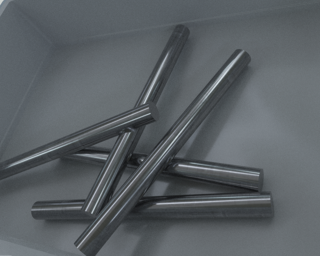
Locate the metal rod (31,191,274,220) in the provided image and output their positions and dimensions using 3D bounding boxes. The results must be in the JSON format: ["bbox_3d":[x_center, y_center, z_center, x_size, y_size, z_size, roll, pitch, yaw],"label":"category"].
[{"bbox_3d":[-0.028,0.093,0.360,0.301,0.025,0.025,-8,58,23],"label":"metal rod"}]

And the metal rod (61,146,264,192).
[{"bbox_3d":[-0.027,0.043,0.390,0.300,0.025,0.025,5,64,30],"label":"metal rod"}]

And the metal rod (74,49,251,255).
[{"bbox_3d":[0.015,0.016,0.360,0.025,0.025,0.301,27,68,37],"label":"metal rod"}]

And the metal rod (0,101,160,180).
[{"bbox_3d":[-0.137,0.028,0.425,0.300,0.025,0.025,-20,54,22],"label":"metal rod"}]

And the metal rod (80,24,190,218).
[{"bbox_3d":[-0.021,-0.027,0.408,0.025,0.025,0.300,7,59,31],"label":"metal rod"}]
